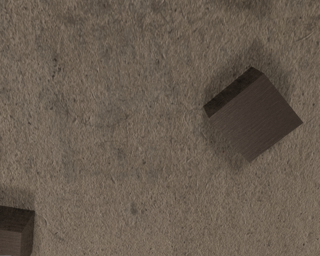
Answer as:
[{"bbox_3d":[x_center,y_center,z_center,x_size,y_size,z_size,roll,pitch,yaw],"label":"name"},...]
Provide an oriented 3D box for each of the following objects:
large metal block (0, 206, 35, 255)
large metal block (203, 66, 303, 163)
[{"bbox_3d":[-0.235,0.163,0.453,0.081,0.050,0.079,10,110,-4],"label":"large metal block"},{"bbox_3d":[0.115,-0.018,0.392,0.080,0.050,0.080,-40,106,13],"label":"large metal block"}]
